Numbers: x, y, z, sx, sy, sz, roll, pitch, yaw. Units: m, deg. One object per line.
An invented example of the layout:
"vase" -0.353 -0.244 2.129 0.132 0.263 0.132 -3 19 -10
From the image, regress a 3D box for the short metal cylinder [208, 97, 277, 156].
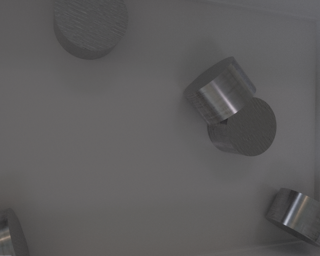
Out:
"short metal cylinder" 0.115 -0.002 0.439 0.081 0.050 0.079 -1 91 -21

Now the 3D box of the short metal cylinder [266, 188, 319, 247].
"short metal cylinder" 0.205 0.131 0.457 0.080 0.080 0.050 35 79 -17

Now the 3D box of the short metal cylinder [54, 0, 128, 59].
"short metal cylinder" -0.083 -0.126 0.366 0.081 0.050 0.080 0 90 -20

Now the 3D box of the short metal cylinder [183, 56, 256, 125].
"short metal cylinder" 0.078 -0.049 0.410 0.080 0.080 0.050 -43 104 -15

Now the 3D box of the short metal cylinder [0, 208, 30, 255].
"short metal cylinder" -0.170 0.130 0.319 0.050 0.080 0.080 -18 96 -19
